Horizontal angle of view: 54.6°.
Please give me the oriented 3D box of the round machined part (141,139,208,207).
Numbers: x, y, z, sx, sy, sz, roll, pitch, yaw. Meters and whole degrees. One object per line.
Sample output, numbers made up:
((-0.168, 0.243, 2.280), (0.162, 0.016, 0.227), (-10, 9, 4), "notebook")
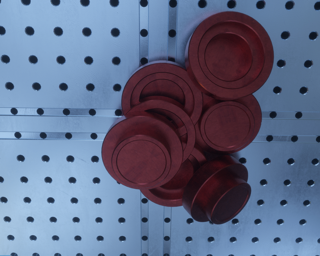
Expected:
((0.017, 0.055, 0.425), (0.099, 0.042, 0.097), (0, 110, 0), "round machined part")

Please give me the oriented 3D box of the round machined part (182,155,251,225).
((0.081, 0.088, 0.411), (0.099, 0.042, 0.097), (-20, 130, -26), "round machined part")

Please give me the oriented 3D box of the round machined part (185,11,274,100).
((0.077, -0.081, 0.363), (0.099, 0.042, 0.097), (0, 89, -7), "round machined part")

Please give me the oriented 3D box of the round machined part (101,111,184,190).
((-0.021, 0.032, 0.371), (0.099, 0.042, 0.097), (0, 110, 0), "round machined part")

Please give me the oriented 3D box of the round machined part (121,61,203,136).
((0.003, -0.036, 0.391), (0.099, 0.042, 0.097), (0, 110, 0), "round machined part")

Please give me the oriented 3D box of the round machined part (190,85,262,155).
((0.083, -0.008, 0.401), (0.099, 0.042, 0.097), (0, 110, 0), "round machined part")

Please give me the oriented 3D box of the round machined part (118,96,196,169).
((-0.004, 0.005, 0.406), (0.099, 0.042, 0.097), (0, 110, 0), "round machined part")
